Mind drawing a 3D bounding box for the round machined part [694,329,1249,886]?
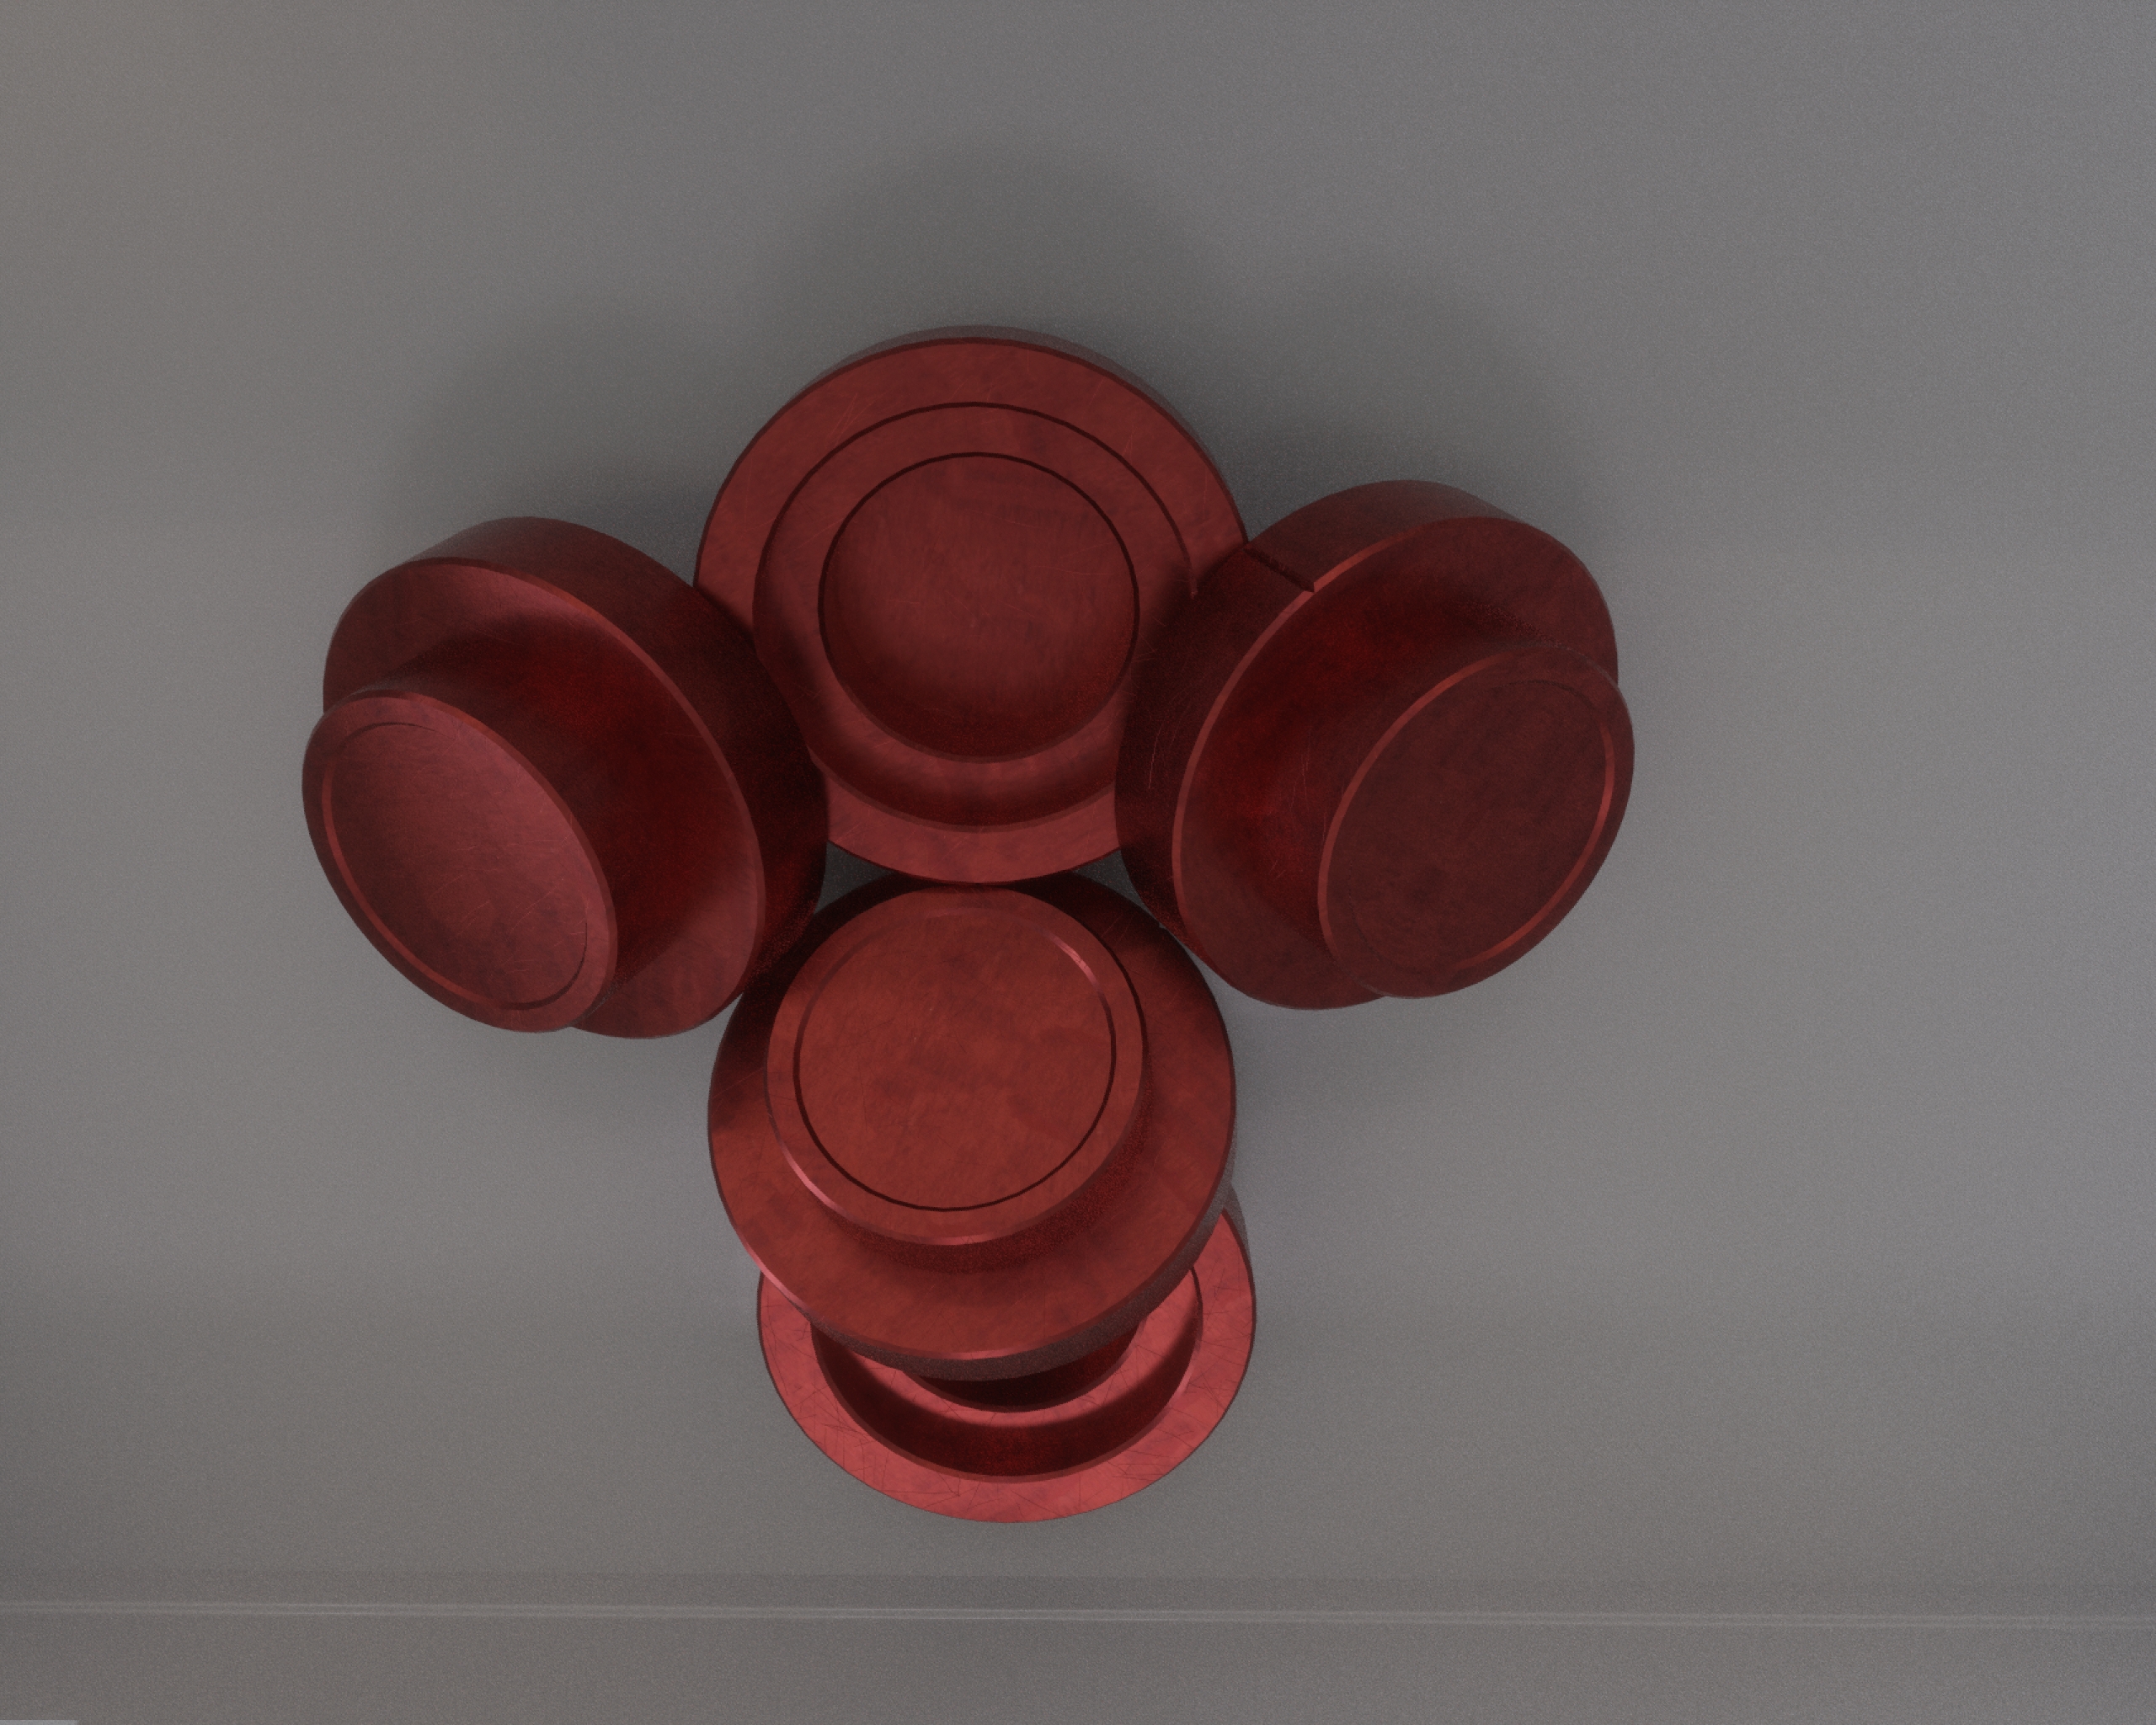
[{"bbox_3d":[-0.018,-0.048,0.381,0.099,0.042,0.097,0,110,0],"label":"round machined part"}]

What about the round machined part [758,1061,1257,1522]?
[{"bbox_3d":[-0.014,0.083,0.430,0.099,0.042,0.097,0,110,0],"label":"round machined part"}]

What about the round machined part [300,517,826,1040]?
[{"bbox_3d":[-0.098,-0.009,0.373,0.098,0.042,0.097,15,126,22],"label":"round machined part"}]

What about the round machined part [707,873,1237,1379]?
[{"bbox_3d":[-0.020,0.042,0.385,0.099,0.098,0.042,-6,154,2],"label":"round machined part"}]

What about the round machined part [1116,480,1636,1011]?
[{"bbox_3d":[0.059,-0.015,0.371,0.099,0.042,0.097,-17,126,-25],"label":"round machined part"}]
